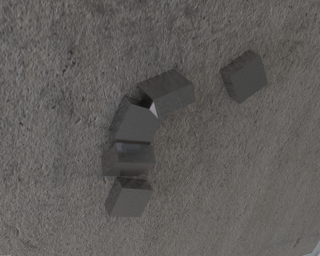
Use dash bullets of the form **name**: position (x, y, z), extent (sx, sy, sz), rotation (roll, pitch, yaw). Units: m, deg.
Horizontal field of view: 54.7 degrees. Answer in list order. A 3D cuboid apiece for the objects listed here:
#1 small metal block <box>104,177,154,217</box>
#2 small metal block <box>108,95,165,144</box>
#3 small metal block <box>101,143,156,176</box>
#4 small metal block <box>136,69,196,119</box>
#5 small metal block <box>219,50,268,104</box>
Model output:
- **small metal block**: position (-0.045, 0.100, 0.444), extent (0.050, 0.025, 0.050), rotation (12, 112, -34)
- **small metal block**: position (-0.029, -0.007, 0.386), extent (0.050, 0.025, 0.050), rotation (15, 111, -34)
- **small metal block**: position (-0.041, 0.042, 0.394), extent (0.050, 0.025, 0.050), rotation (6, 151, -31)
- **small metal block**: position (0.007, -0.042, 0.368), extent (0.050, 0.050, 0.025), rotation (-25, 127, -14)
- **small metal block**: position (0.116, -0.070, 0.427), extent (0.050, 0.025, 0.050), rotation (-36, 129, -5)
